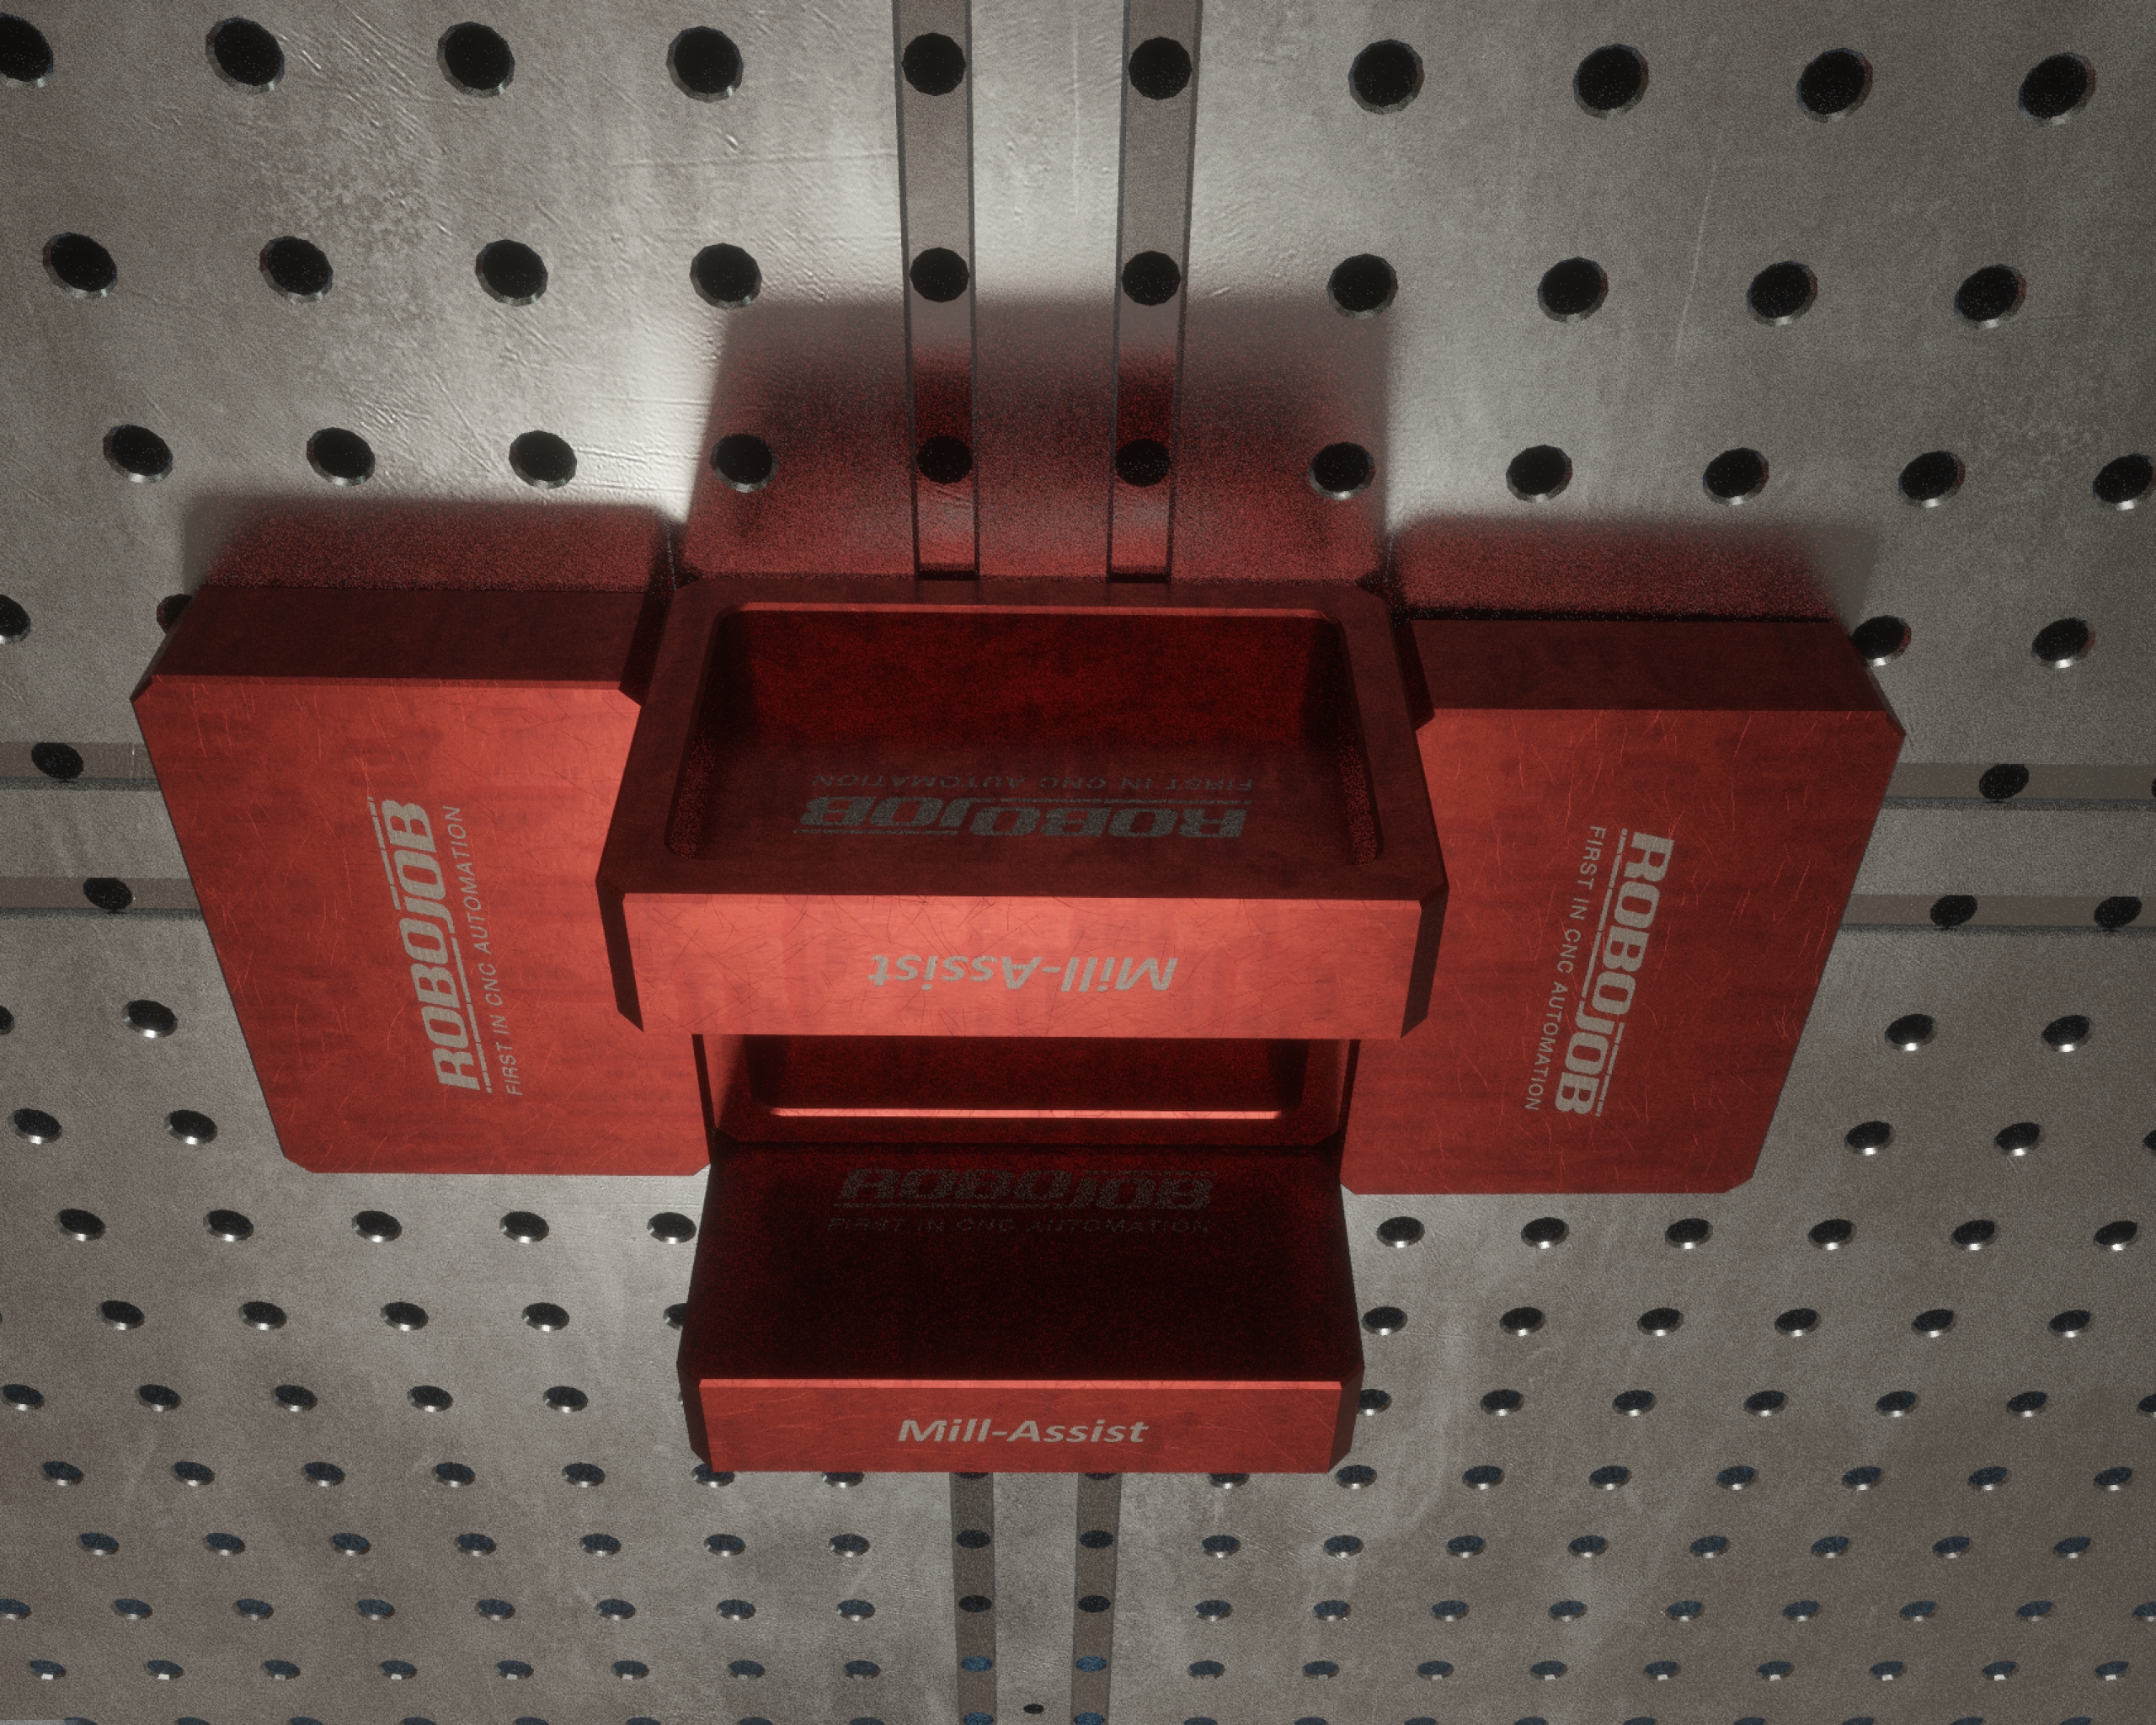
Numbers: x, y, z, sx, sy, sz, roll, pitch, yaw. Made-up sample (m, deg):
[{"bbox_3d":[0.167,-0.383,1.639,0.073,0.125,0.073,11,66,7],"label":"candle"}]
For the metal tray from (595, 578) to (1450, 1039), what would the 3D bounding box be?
[{"bbox_3d":[-0.009,-0.012,0.359,0.131,0.090,0.030,1,130,-1],"label":"metal tray"}]

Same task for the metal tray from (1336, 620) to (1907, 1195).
[{"bbox_3d":[0.101,0.013,0.419,0.091,0.030,0.129,0,130,-2],"label":"metal tray"}]

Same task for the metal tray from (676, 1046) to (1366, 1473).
[{"bbox_3d":[-0.011,0.080,0.435,0.131,0.090,0.030,1,130,-1],"label":"metal tray"}]

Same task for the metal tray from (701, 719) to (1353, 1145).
[{"bbox_3d":[-0.010,0.016,0.419,0.131,0.030,0.089,0,130,-1],"label":"metal tray"}]

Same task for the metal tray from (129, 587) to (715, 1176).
[{"bbox_3d":[-0.121,0.008,0.413,0.091,0.030,0.129,1,130,-1],"label":"metal tray"}]
